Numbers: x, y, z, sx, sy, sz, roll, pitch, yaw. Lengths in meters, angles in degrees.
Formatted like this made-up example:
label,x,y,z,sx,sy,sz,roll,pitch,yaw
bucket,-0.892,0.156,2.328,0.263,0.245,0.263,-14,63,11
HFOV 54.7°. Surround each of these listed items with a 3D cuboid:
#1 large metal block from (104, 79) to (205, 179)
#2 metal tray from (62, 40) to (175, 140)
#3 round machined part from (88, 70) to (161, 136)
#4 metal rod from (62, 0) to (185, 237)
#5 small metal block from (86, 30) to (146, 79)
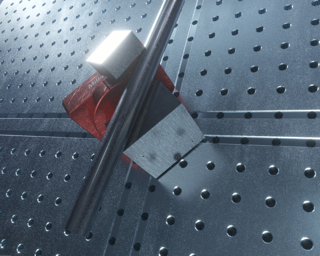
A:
label,x,y,z,sx,sy,sz,roll,pitch,yaw
large metal block,-0.004,0.004,0.368,0.080,0.080,0.050,-40,51,1
metal tray,-0.052,-0.045,0.419,0.130,0.090,0.030,-40,51,1
round machined part,-0.038,-0.022,0.398,0.098,0.098,0.042,-41,51,0
metal rod,-0.029,-0.034,0.340,0.025,0.025,0.300,7,65,31
small metal block,-0.052,-0.086,0.362,0.050,0.025,0.050,-50,33,-10
